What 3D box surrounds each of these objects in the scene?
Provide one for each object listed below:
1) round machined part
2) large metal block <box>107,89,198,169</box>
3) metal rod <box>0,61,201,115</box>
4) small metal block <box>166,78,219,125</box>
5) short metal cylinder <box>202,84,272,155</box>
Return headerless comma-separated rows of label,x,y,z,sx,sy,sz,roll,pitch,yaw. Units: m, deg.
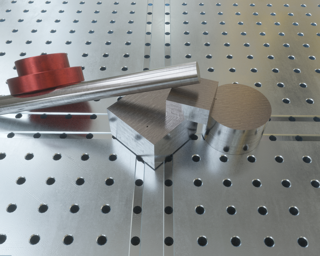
round machined part,-0.157,-0.076,0.423,0.099,0.042,0.098,-10,12,2
large metal block,-0.008,-0.009,0.396,0.080,0.050,0.080,36,58,26
metal rod,-0.101,-0.044,0.387,0.301,0.025,0.025,-7,48,16
small metal block,0.039,-0.036,0.370,0.050,0.025,0.050,15,51,11
short metal cylinder,0.097,-0.012,0.403,0.081,0.050,0.080,0,50,0
